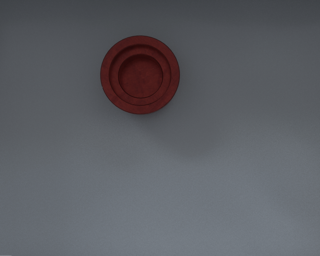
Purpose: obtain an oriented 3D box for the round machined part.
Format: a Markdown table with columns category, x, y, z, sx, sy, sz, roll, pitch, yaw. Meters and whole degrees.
| category | x | y | z | sx | sy | sz | roll | pitch | yaw |
| --- | --- | --- | --- | --- | --- | --- | --- | --- | --- |
| round machined part | -0.025 | -0.066 | 0.403 | 0.099 | 0.042 | 0.097 | 0 | 90 | 0 |
